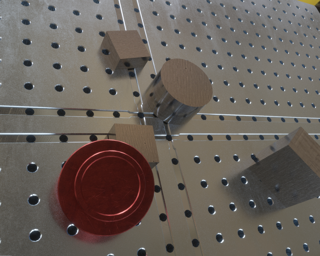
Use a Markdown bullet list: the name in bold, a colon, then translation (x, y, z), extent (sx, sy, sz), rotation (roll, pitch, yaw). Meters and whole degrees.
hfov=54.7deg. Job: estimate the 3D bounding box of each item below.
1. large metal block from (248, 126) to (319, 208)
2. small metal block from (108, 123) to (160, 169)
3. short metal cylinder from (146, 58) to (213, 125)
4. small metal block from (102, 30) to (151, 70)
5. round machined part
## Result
- **large metal block**: translation (0.191, 0.058, 0.443), extent (0.080, 0.080, 0.050), rotation (48, 51, 5)
- **small metal block**: translation (-0.033, 0.023, 0.378), extent (0.050, 0.025, 0.050), rotation (3, 60, -27)
- **short metal cylinder**: translation (0.027, -0.051, 0.439), extent (0.081, 0.050, 0.080), rotation (14, 56, -21)
- **small metal block**: translation (-0.050, -0.115, 0.453), extent (0.050, 0.025, 0.050), rotation (-14, 69, -34)
- **round machined part**: translation (-0.053, 0.059, 0.316), extent (0.099, 0.042, 0.098), rotation (4, 76, -16)
